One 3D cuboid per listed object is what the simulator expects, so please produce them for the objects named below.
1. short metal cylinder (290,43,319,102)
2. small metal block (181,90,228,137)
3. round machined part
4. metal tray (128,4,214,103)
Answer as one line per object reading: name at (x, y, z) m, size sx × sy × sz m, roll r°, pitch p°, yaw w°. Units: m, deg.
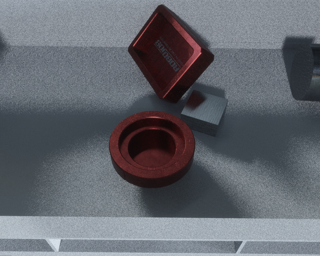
short metal cylinder at (0.225, -0.077, 0.437) m, size 0.050 × 0.080 × 0.080 m, roll 3°, pitch 50°, yaw 2°
small metal block at (0.060, -0.021, 0.423) m, size 0.050 × 0.025 × 0.050 m, roll 18°, pitch 52°, yaw 14°
round machined part at (-0.009, 0.029, 0.370) m, size 0.099 × 0.042 × 0.098 m, roll 0°, pitch 50°, yaw 0°
metal tray at (0.011, -0.111, 0.457) m, size 0.030 × 0.090 × 0.130 m, roll 16°, pitch 34°, yaw -46°
